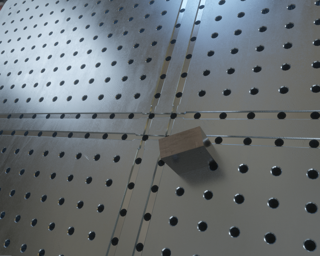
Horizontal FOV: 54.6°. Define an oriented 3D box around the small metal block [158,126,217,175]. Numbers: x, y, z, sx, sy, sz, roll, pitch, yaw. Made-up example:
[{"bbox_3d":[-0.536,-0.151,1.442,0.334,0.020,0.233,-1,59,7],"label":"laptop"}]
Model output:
[{"bbox_3d":[0.033,0.027,0.359,0.050,0.050,0.025,-19,55,17],"label":"small metal block"}]
